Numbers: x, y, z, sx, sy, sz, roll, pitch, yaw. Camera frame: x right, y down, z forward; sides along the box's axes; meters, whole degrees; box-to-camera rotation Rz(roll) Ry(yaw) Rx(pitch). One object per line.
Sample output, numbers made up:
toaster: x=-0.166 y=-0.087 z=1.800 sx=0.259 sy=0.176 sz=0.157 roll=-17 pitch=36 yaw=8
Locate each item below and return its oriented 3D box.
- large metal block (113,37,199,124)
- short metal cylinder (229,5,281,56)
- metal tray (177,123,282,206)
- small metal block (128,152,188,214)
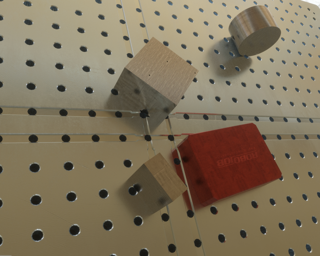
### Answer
large metal block: x=-0.005 y=-0.066 z=0.430 sx=0.080 sy=0.050 sz=0.080 roll=36 pitch=51 yaw=-5
short metal cylinder: x=0.175 y=-0.179 z=0.576 sx=0.081 sy=0.080 sz=0.050 roll=-4 pitch=64 yaw=-30
metal tray: x=0.098 y=0.046 z=0.430 sx=0.131 sy=0.030 sz=0.090 roll=-9 pitch=67 yaw=-32
small metal block: x=-0.004 y=0.063 z=0.351 sx=0.025 sy=0.050 sz=0.050 roll=-32 pitch=80 yaw=-38
